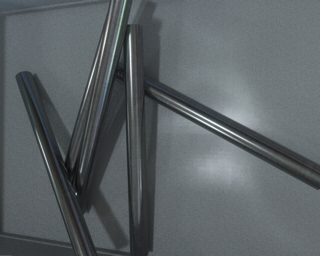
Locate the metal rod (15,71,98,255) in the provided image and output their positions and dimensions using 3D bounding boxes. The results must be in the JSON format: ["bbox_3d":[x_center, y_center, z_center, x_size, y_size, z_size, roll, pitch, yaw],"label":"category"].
[{"bbox_3d":[-0.149,0.044,0.432,0.025,0.025,0.299,-33,69,16],"label":"metal rod"}]

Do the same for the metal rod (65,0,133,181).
[{"bbox_3d":[-0.091,-0.040,0.419,0.025,0.025,0.298,25,106,18],"label":"metal rod"}]

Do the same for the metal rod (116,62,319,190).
[{"bbox_3d":[0.058,-0.013,0.389,0.301,0.025,0.025,30,100,17],"label":"metal rod"}]

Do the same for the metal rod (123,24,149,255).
[{"bbox_3d":[-0.031,0.021,0.402,0.025,0.025,0.298,1,97,19],"label":"metal rod"}]

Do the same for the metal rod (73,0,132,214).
[{"bbox_3d":[-0.083,-0.014,0.405,0.025,0.025,0.298,22,110,18],"label":"metal rod"}]
